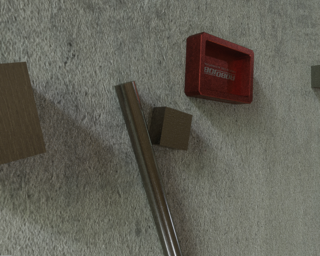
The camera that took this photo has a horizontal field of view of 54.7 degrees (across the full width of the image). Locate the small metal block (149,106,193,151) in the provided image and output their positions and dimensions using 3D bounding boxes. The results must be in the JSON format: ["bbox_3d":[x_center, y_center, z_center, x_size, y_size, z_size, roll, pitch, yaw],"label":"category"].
[{"bbox_3d":[0.014,0.002,0.419,0.050,0.025,0.050,15,80,-39],"label":"small metal block"}]

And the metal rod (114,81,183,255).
[{"bbox_3d":[-0.005,0.087,0.403,0.025,0.025,0.298,-25,106,-38],"label":"metal rod"}]

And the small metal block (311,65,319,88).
[{"bbox_3d":[0.379,-0.119,0.727,0.050,0.025,0.050,-1,91,-40],"label":"small metal block"}]

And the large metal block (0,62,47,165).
[{"bbox_3d":[-0.153,-0.009,0.261,0.081,0.050,0.079,-16,101,-39],"label":"large metal block"}]

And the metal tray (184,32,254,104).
[{"bbox_3d":[0.096,-0.088,0.484,0.131,0.030,0.089,4,88,-40],"label":"metal tray"}]
